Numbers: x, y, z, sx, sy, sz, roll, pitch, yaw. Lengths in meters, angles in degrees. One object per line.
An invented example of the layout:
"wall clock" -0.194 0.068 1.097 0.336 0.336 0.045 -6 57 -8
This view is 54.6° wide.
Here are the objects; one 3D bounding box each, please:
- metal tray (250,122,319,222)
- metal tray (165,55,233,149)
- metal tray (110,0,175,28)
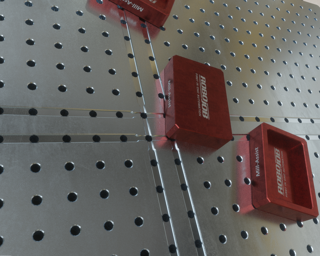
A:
"metal tray" 0.182 0.064 0.462 0.090 0.030 0.130 20 54 -16
"metal tray" 0.055 -0.040 0.458 0.091 0.030 0.130 13 56 -21
"metal tray" -0.039 -0.236 0.527 0.131 0.030 0.090 26 53 -12
